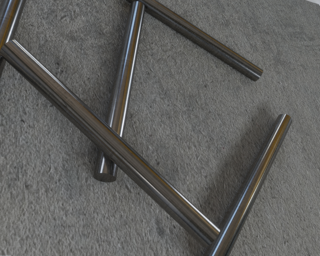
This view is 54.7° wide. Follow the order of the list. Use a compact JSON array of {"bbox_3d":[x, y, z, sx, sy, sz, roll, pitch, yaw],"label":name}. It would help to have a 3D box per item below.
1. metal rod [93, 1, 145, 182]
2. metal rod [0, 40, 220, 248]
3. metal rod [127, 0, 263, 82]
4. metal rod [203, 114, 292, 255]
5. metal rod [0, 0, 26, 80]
[{"bbox_3d":[-0.048,-0.070,0.420,0.025,0.025,0.300,18,55,-18],"label":"metal rod"},{"bbox_3d":[-0.057,0.013,0.332,0.300,0.025,0.025,42,51,5],"label":"metal rod"},{"bbox_3d":[0.048,-0.168,0.531,0.301,0.025,0.025,30,52,-9],"label":"metal rod"},{"bbox_3d":[0.131,0.072,0.430,0.025,0.025,0.301,43,51,1],"label":"metal rod"},{"bbox_3d":[-0.188,-0.067,0.343,0.025,0.025,0.299,13,56,-21],"label":"metal rod"}]
